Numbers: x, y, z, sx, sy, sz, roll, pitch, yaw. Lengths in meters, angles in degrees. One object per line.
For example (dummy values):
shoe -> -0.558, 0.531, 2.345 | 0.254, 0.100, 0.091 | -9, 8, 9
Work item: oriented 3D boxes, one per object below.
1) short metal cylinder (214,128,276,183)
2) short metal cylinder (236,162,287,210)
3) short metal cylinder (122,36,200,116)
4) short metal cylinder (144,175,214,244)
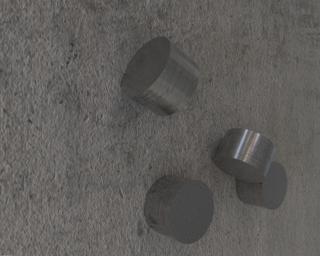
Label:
short metal cylinder -> 0.130, 0.043, 0.478 | 0.080, 0.080, 0.050 | 42, 65, -32
short metal cylinder -> 0.176, 0.097, 0.536 | 0.081, 0.050, 0.080 | 0, 90, -40
short metal cylinder -> 0.000, -0.060, 0.369 | 0.050, 0.080, 0.080 | 31, 71, -36
short metal cylinder -> 0.026, 0.106, 0.410 | 0.081, 0.050, 0.080 | 0, 90, -40
